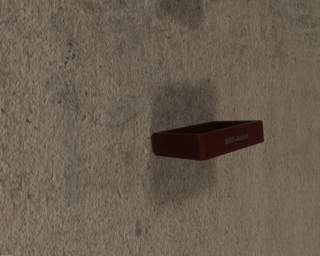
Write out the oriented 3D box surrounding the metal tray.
[{"bbox_3d":[0.067,0.013,0.420,0.131,0.090,0.030,-11,97,-40],"label":"metal tray"}]
